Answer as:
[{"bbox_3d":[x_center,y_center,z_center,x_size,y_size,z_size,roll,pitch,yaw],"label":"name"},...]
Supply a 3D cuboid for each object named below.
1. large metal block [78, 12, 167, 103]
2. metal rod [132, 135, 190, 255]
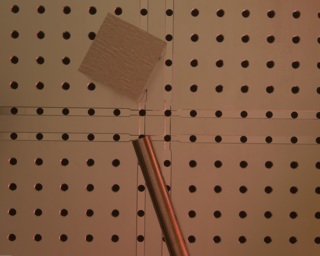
[{"bbox_3d":[-0.046,-0.087,0.400,0.080,0.050,0.080,27,90,-1],"label":"large metal block"},{"bbox_3d":[0.021,0.155,0.413,0.025,0.025,0.298,-19,90,0],"label":"metal rod"}]
